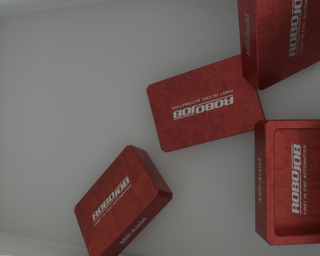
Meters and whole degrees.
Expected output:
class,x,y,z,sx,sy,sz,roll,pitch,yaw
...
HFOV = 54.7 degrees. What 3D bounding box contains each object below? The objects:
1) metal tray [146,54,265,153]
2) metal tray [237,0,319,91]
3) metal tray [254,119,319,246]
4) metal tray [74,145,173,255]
class,x,y,z,sx,sy,sz,roll,pitch,yaw
metal tray,0.056,-0.028,0.388,0.130,0.030,0.090,-16,85,19
metal tray,0.124,-0.108,0.300,0.090,0.130,0.030,-27,47,-6
metal tray,0.152,0.056,0.335,0.091,0.030,0.129,0,90,-5
metal tray,-0.053,0.098,0.405,0.130,0.030,0.090,-49,47,13
